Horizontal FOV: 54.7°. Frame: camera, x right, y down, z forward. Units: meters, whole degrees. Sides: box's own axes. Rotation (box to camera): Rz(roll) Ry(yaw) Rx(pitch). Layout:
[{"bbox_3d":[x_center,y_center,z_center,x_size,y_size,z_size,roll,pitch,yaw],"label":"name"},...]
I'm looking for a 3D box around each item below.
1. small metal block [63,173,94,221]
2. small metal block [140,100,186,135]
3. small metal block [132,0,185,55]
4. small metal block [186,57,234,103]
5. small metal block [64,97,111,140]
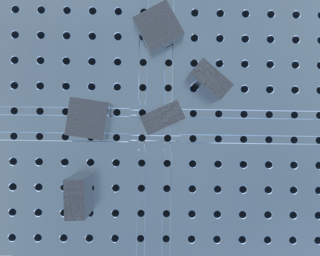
[{"bbox_3d":[-0.104,0.087,0.400,0.025,0.050,0.050,-2,90,0],"label":"small metal block"},{"bbox_3d":[0.003,-0.013,0.401,0.050,0.050,0.025,-24,90,0],"label":"small metal block"},{"bbox_3d":[-0.002,-0.133,0.413,0.050,0.025,0.050,-29,90,-1],"label":"small metal block"},{"bbox_3d":[0.063,-0.060,0.402,0.050,0.050,0.025,41,90,-1],"label":"small metal block"},{"bbox_3d":[-0.095,-0.012,0.412,0.050,0.025,0.050,8,90,-1],"label":"small metal block"}]
